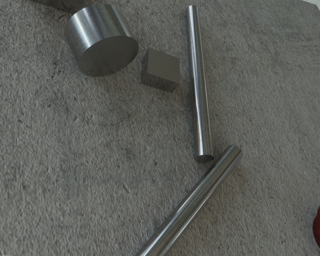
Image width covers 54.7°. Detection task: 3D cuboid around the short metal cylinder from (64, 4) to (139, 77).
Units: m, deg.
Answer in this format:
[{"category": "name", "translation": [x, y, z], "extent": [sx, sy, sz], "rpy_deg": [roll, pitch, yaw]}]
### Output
[{"category": "short metal cylinder", "translation": [-0.074, -0.110, 0.397], "extent": [0.081, 0.080, 0.050], "rpy_deg": [-14, 69, -34]}]

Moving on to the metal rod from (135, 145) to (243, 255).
[{"category": "metal rod", "translation": [0.017, 0.110, 0.347], "extent": [0.025, 0.025, 0.302], "rpy_deg": [47, 51, 4]}]

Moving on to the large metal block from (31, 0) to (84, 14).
[{"category": "large metal block", "translation": [-0.146, -0.219, 0.443], "extent": [0.081, 0.050, 0.080], "rpy_deg": [12, 57, -22]}]

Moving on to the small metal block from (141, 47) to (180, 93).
[{"category": "small metal block", "translation": [0.001, -0.085, 0.458], "extent": [0.050, 0.025, 0.050], "rpy_deg": [15, 56, -20]}]

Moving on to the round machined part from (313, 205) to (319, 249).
[{"category": "round machined part", "translation": [0.261, 0.152, 0.444], "extent": [0.099, 0.042, 0.098], "rpy_deg": [14, 56, -21]}]

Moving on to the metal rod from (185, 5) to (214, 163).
[{"category": "metal rod", "translation": [0.059, -0.087, 0.490], "extent": [0.025, 0.025, 0.299], "rpy_deg": [14, 56, -21]}]
